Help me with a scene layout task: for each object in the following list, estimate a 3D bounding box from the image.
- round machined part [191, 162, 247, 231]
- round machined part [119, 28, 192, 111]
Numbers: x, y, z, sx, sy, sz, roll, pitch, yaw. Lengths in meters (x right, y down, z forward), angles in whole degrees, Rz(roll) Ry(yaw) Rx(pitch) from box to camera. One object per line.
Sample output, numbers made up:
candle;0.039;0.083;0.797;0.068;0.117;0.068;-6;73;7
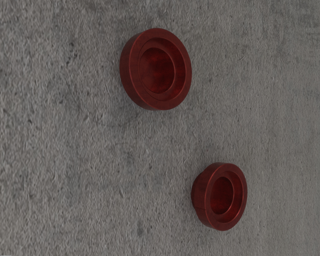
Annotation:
round machined part;0.085;0.100;0.465;0.099;0.042;0.097;0;90;-40
round machined part;-0.009;-0.070;0.386;0.099;0.042;0.097;0;90;-40
